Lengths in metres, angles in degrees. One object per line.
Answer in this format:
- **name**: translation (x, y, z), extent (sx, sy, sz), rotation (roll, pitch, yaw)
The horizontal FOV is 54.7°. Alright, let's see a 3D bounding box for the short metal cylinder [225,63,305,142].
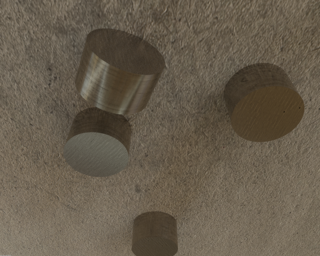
- **short metal cylinder**: translation (0.120, -0.029, 0.367), extent (0.081, 0.050, 0.079), rotation (0, 130, 0)

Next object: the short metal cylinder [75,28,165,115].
- **short metal cylinder**: translation (-0.041, -0.059, 0.320), extent (0.081, 0.080, 0.050), rotation (17, 128, -14)

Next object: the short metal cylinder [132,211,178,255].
- **short metal cylinder**: translation (-0.009, 0.194, 0.556), extent (0.081, 0.050, 0.079), rotation (0, 130, 0)

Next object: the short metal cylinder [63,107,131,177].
- **short metal cylinder**: translation (-0.080, 0.019, 0.406), extent (0.081, 0.050, 0.079), rotation (0, 130, 0)
